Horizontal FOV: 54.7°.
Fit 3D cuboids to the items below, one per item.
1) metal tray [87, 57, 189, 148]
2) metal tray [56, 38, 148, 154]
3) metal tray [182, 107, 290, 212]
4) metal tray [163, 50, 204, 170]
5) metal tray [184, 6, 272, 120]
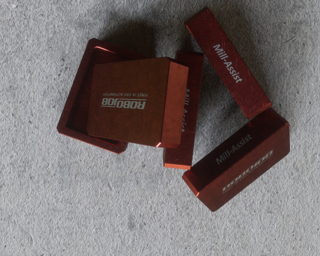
[{"bbox_3d":[-0.031,-0.030,0.354,0.130,0.030,0.089,7,90,44],"label":"metal tray"},{"bbox_3d":[-0.069,-0.041,0.408,0.090,0.030,0.129,20,90,-1],"label":"metal tray"},{"bbox_3d":[0.098,0.043,0.380,0.130,0.090,0.030,-38,55,0],"label":"metal tray"},{"bbox_3d":[0.026,-0.020,0.379,0.030,0.090,0.129,6,91,0],"label":"metal tray"},{"bbox_3d":[0.082,-0.076,0.377,0.030,0.090,0.130,-33,90,14],"label":"metal tray"}]
